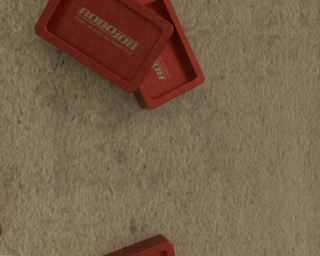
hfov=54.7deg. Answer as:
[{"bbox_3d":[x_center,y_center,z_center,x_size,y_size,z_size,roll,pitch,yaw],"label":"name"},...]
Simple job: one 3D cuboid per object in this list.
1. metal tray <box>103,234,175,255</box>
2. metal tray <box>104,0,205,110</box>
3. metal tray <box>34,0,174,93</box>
[{"bbox_3d":[-0.017,0.217,0.401,0.091,0.030,0.129,-14,95,-20],"label":"metal tray"},{"bbox_3d":[-0.008,-0.099,0.403,0.091,0.030,0.129,-29,100,-18],"label":"metal tray"},{"bbox_3d":[-0.062,-0.111,0.353,0.130,0.030,0.090,33,100,-5],"label":"metal tray"}]
